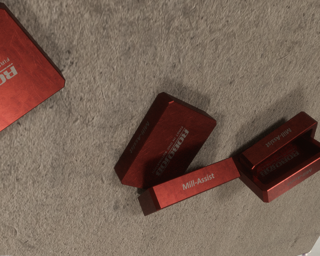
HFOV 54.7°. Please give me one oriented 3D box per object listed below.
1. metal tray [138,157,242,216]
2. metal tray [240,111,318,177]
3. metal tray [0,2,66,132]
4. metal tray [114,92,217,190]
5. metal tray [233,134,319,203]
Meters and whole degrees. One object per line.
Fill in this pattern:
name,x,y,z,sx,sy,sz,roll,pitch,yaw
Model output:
metal tray,0.040,0.085,0.446,0.131,0.030,0.090,-17,165,-20
metal tray,0.197,0.039,0.517,0.130,0.030,0.090,-34,143,-6
metal tray,-0.169,-0.041,0.286,0.130,0.030,0.090,-37,130,-4
metal tray,0.008,0.025,0.425,0.091,0.030,0.129,21,107,-37
metal tray,0.194,0.054,0.506,0.131,0.090,0.030,-28,128,-11
